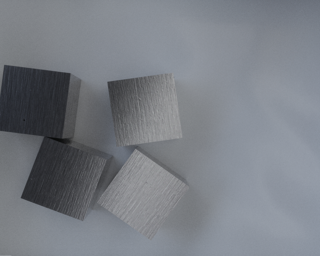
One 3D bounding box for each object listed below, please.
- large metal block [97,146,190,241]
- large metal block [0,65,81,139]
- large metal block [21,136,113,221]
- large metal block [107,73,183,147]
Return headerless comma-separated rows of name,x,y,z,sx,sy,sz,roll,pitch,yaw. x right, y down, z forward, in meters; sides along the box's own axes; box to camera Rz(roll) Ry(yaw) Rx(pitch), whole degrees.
large metal block,-0.020,0.080,0.399,0.080,0.050,0.080,36,90,0
large metal block,-0.153,-0.032,0.398,0.080,0.050,0.080,7,90,0
large metal block,-0.116,0.061,0.398,0.080,0.050,0.080,21,90,0
large metal block,-0.018,-0.022,0.399,0.080,0.050,0.080,-8,90,0
